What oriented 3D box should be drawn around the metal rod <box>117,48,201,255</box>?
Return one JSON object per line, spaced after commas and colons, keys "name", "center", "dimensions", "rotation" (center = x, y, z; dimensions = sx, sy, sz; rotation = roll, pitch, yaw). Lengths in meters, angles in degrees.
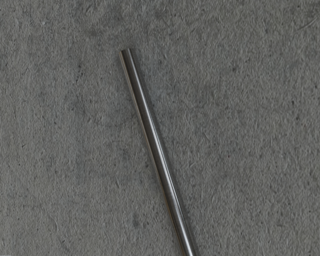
{"name": "metal rod", "center": [-0.001, 0.038, 0.409], "dimensions": [0.025, 0.025, 0.299], "rotation": [-20, 83, 19]}
